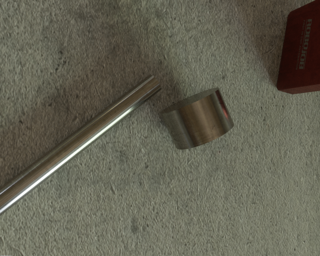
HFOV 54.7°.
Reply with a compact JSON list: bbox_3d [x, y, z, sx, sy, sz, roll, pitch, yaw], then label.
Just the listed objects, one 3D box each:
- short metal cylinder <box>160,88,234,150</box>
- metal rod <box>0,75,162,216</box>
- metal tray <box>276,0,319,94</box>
[{"bbox_3d":[0.047,-0.013,0.398,0.081,0.080,0.050,-27,99,-18],"label":"short metal cylinder"},{"bbox_3d":[-0.118,0.033,0.365,0.301,0.025,0.025,-40,103,-16],"label":"metal rod"},{"bbox_3d":[0.224,-0.119,0.457,0.030,0.090,0.129,12,86,-20],"label":"metal tray"}]
